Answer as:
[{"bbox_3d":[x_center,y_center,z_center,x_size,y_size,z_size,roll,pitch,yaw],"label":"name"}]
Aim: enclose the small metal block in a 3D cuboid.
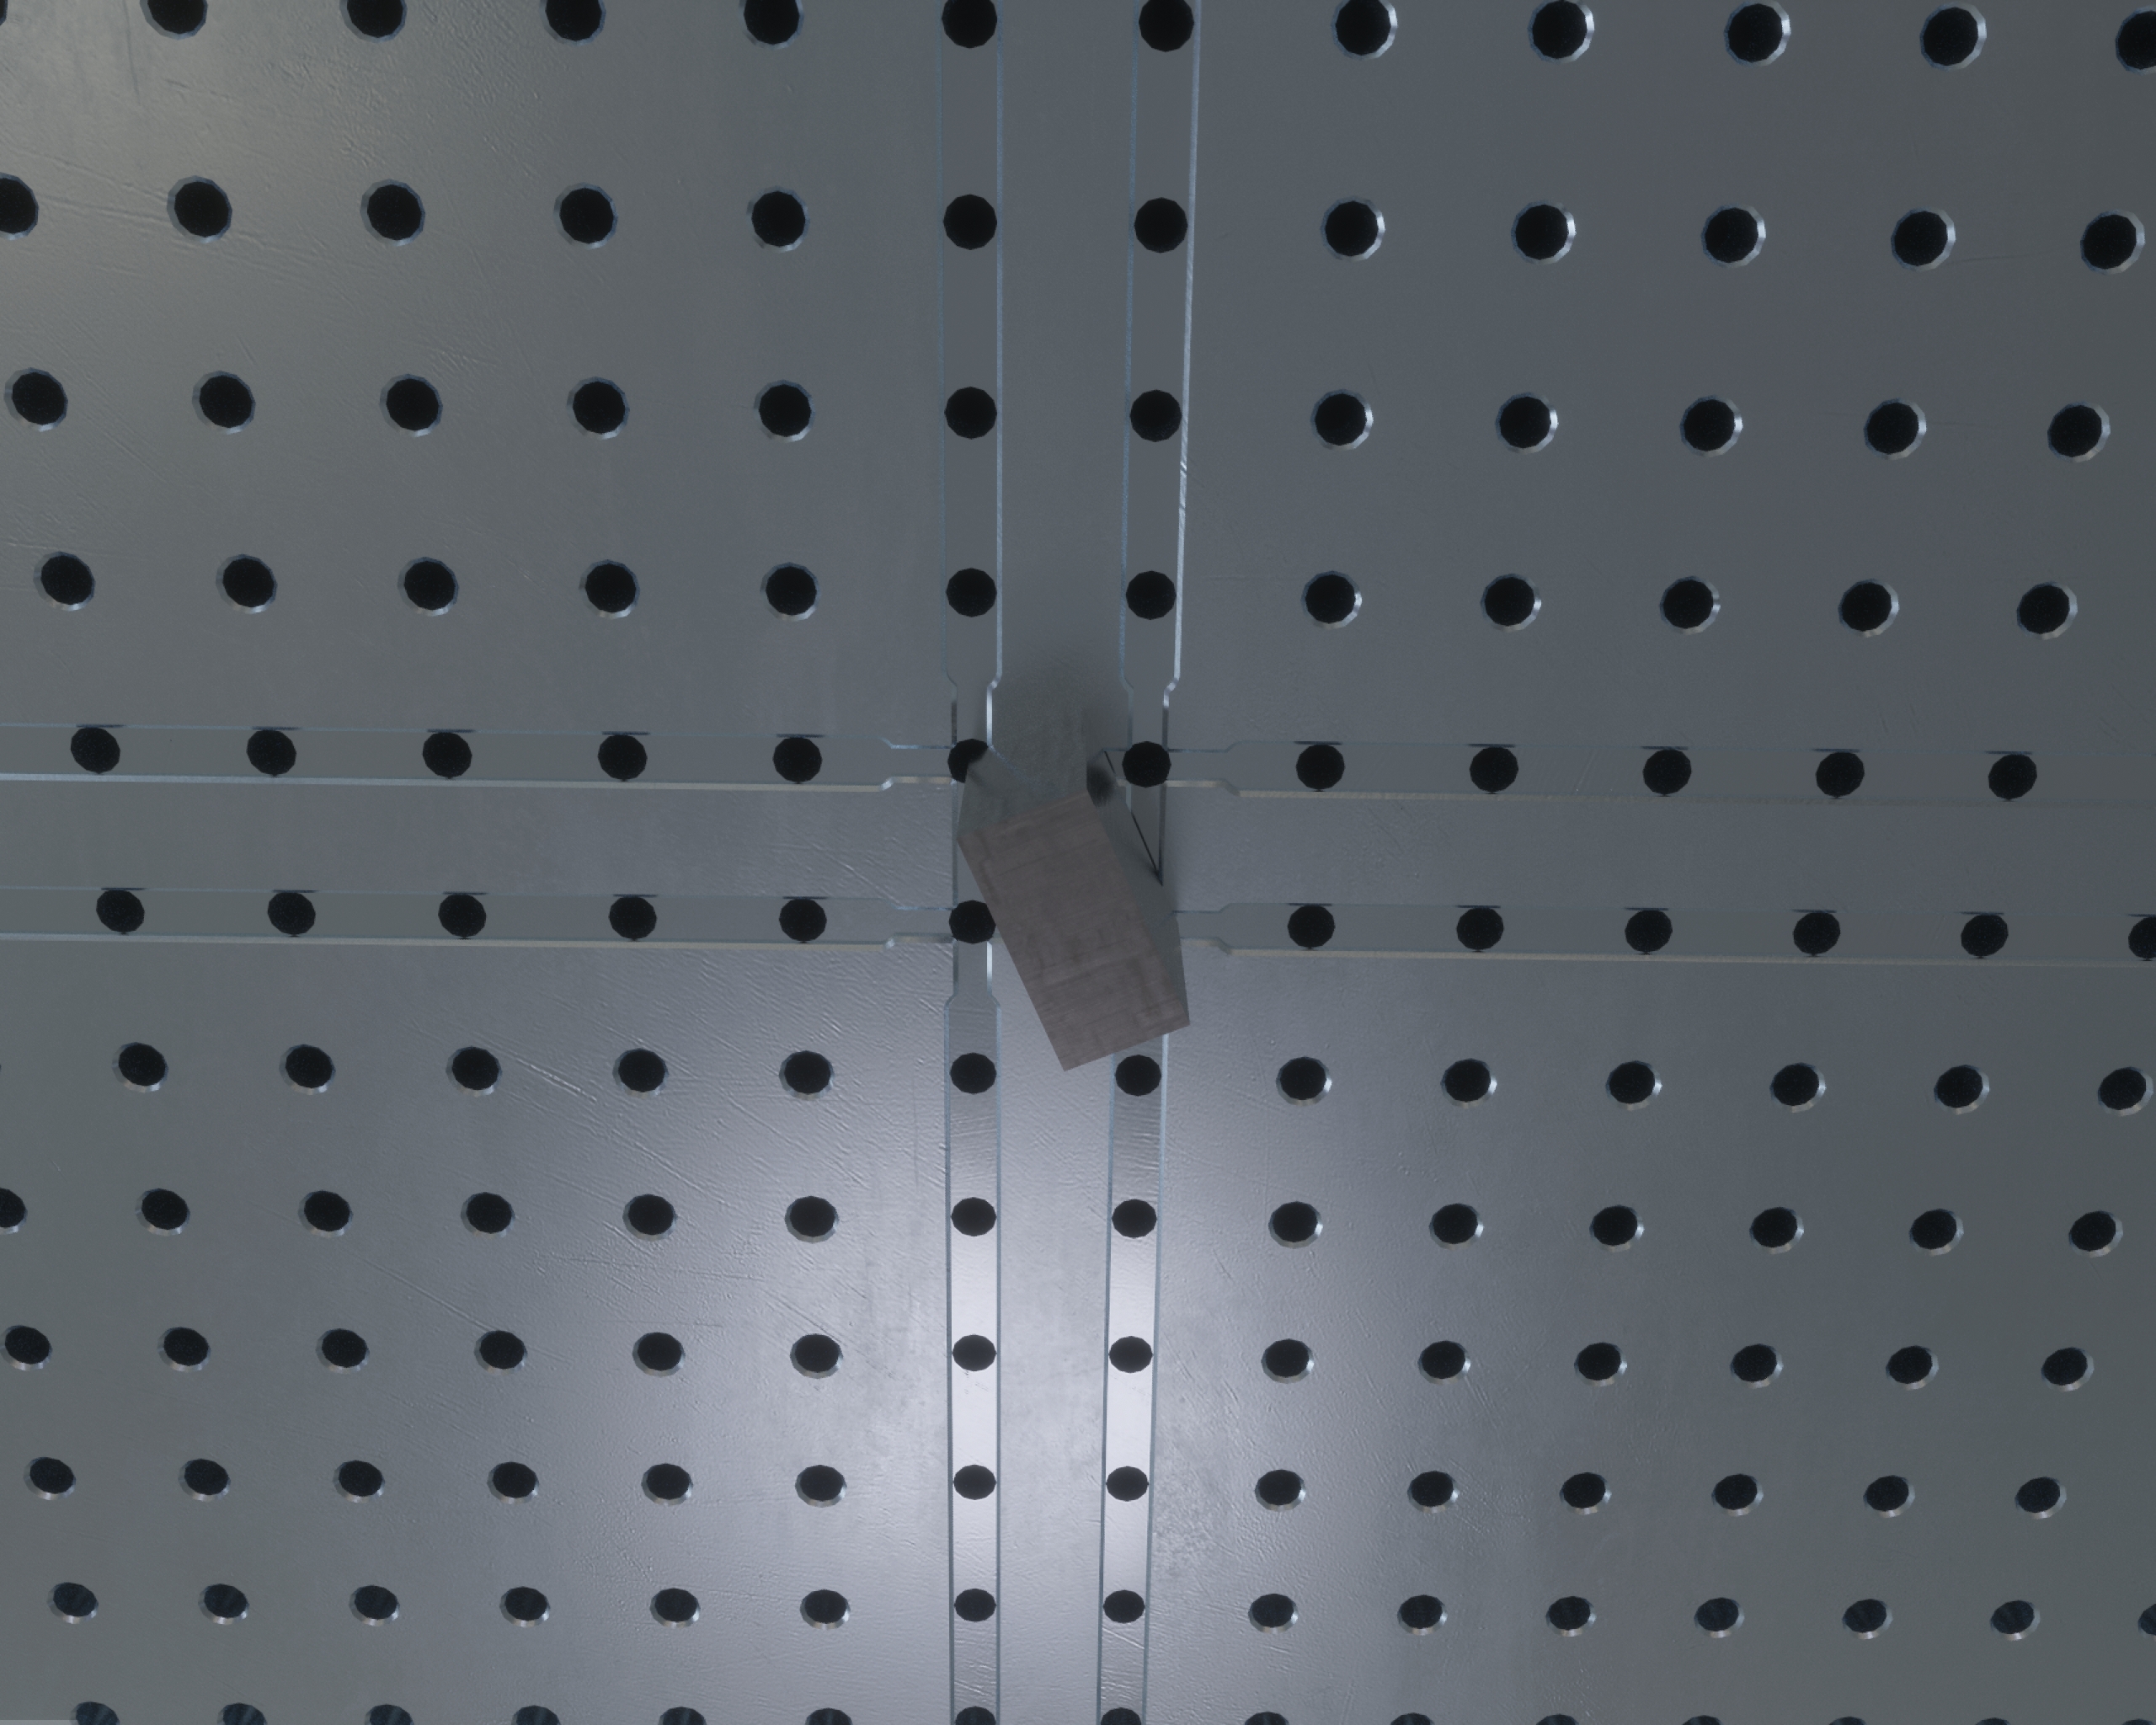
[{"bbox_3d":[0.000,0.004,0.402,0.025,0.050,0.050,-21,109,8],"label":"small metal block"}]
